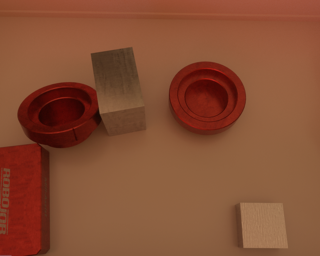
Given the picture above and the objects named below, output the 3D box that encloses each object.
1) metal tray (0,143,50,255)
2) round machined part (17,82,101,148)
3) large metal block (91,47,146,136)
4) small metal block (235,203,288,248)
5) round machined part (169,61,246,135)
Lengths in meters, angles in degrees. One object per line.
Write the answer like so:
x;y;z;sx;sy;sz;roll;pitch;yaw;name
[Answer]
-0.183;0.088;0.372;0.091;0.030;0.129;-7;70;-3;metal tray
-0.121;-0.013;0.390;0.099;0.042;0.098;-1;43;1;round machined part
-0.051;-0.043;0.395;0.050;0.080;0.080;-11;71;-5;large metal block
0.119;0.116;0.369;0.050;0.025;0.050;1;70;0;small metal block
0.061;-0.036;0.415;0.099;0.042;0.098;0;70;-1;round machined part
